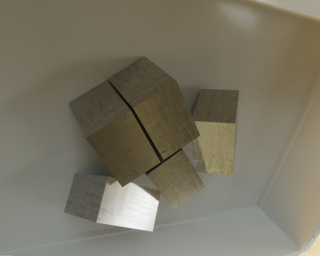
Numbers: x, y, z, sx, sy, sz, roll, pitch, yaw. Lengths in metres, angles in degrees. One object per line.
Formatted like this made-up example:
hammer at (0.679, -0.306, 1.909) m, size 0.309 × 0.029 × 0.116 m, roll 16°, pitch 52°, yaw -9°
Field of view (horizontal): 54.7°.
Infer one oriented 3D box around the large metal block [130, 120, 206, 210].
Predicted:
large metal block at (0.005, 0.045, 0.403) m, size 0.050 × 0.080 × 0.080 m, roll -36°, pitch 130°, yaw -5°

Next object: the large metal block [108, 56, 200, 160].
large metal block at (-0.007, -0.024, 0.354) m, size 0.050 × 0.080 × 0.080 m, roll -34°, pitch 129°, yaw -7°

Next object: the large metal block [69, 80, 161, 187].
large metal block at (-0.051, 0.005, 0.348) m, size 0.050 × 0.080 × 0.080 m, roll -33°, pitch 129°, yaw -7°

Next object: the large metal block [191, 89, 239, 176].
large metal block at (0.075, 0.003, 0.408) m, size 0.050 × 0.080 × 0.079 m, roll 4°, pitch 126°, yaw 15°

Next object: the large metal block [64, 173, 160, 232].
large metal block at (-0.059, 0.092, 0.389) m, size 0.080 × 0.080 × 0.050 m, roll 24°, pitch 71°, yaw -37°
